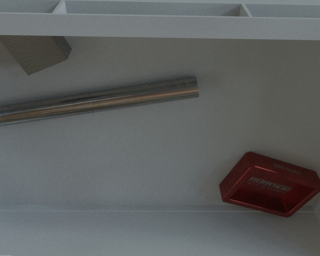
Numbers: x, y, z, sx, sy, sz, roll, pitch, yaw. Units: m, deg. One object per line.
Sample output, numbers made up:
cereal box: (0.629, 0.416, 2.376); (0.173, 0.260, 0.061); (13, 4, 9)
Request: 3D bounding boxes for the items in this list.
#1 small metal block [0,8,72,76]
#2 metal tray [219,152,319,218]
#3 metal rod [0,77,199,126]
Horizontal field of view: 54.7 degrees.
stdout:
small metal block: (-0.132, -0.091, 0.330); (0.050, 0.025, 0.050); (-18, 128, 14)
metal tray: (0.172, 0.092, 0.487); (0.131, 0.030, 0.089); (17, 128, -15)
metal rod: (-0.104, -0.028, 0.383); (0.302, 0.025, 0.025); (-8, 130, 6)
